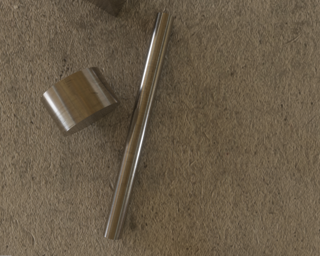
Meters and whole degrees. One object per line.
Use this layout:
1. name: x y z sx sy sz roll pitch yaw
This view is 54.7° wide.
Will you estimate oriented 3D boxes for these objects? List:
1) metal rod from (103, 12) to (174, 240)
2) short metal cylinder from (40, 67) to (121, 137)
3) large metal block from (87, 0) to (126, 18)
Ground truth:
1. metal rod: -0.028 -0.002 0.409 0.025 0.025 0.298 14 90 0
2. short metal cylinder: -0.096 -0.032 0.382 0.080 0.080 0.050 -32 90 0
3. large metal block: -0.081 -0.192 0.382 0.080 0.080 0.050 31 90 0
